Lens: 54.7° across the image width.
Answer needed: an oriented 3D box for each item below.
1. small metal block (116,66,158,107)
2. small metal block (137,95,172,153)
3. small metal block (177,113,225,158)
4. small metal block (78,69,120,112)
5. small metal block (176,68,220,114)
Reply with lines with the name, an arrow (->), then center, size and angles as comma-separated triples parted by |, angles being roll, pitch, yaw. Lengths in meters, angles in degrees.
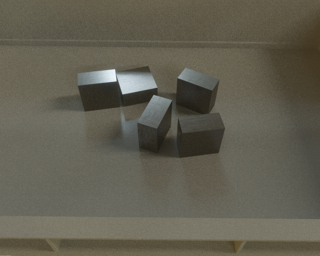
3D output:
small metal block -> -0.035, -0.062, 0.457 | 0.050, 0.025, 0.050 | -13, 51, -11
small metal block -> -0.006, -0.005, 0.393 | 0.025, 0.050, 0.050 | 17, 52, 13
small metal block -> 0.048, 0.010, 0.381 | 0.050, 0.050, 0.025 | -7, 51, -6
small metal block -> -0.084, -0.052, 0.431 | 0.050, 0.050, 0.025 | -8, 51, -7
small metal block -> 0.051, -0.050, 0.431 | 0.050, 0.050, 0.025 | 23, 54, 18
